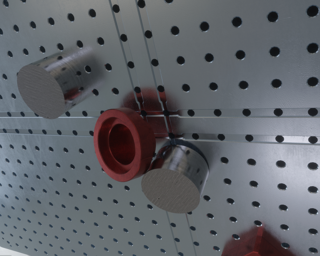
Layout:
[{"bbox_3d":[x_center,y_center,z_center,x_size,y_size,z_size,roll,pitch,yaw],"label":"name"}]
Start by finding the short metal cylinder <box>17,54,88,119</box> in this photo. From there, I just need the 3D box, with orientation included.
[{"bbox_3d":[-0.151,-0.059,0.438,0.080,0.050,0.079,13,124,21],"label":"short metal cylinder"}]

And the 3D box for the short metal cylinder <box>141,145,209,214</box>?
[{"bbox_3d":[0.021,0.070,0.422,0.080,0.050,0.079,11,127,16],"label":"short metal cylinder"}]

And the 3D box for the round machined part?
[{"bbox_3d":[-0.044,0.021,0.420,0.098,0.042,0.097,10,105,42],"label":"round machined part"}]

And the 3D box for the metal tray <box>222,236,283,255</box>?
[{"bbox_3d":[0.164,0.229,0.464,0.130,0.030,0.090,41,129,0],"label":"metal tray"}]
